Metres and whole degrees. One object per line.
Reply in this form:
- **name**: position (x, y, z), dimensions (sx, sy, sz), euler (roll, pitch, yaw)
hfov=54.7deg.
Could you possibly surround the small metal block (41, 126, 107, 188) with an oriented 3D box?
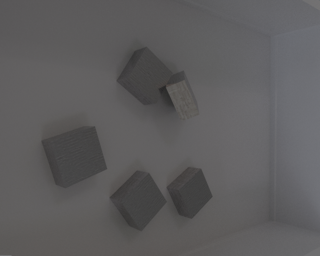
- **small metal block**: position (-0.090, 0.029, 0.331), dimensions (0.050, 0.025, 0.050), euler (-23, 104, -38)

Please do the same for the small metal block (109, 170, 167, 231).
- **small metal block**: position (-0.026, 0.089, 0.385), dimensions (0.050, 0.025, 0.050), euler (-43, 116, -31)

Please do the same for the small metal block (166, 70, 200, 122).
- **small metal block**: position (0.030, -0.044, 0.414), dimensions (0.050, 0.025, 0.050), euler (-84, 150, -66)

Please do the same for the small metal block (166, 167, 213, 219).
- **small metal block**: position (0.043, 0.092, 0.443), dimensions (0.050, 0.025, 0.050), euler (-37, 113, -34)

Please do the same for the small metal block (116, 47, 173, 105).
- **small metal block**: position (-0.018, -0.064, 0.390), dimensions (0.050, 0.025, 0.050), euler (40, 66, -31)
